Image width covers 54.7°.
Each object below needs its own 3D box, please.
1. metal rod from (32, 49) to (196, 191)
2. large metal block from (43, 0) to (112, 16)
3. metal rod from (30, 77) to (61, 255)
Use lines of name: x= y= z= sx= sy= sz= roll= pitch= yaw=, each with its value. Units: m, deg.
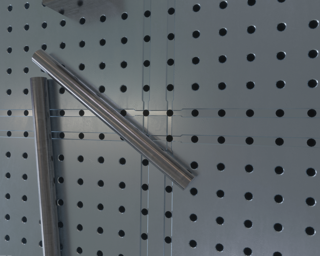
metal rod: x=-0.074 y=-0.019 z=0.438 sx=0.300 sy=0.025 sz=0.025 roll=39 pitch=102 yaw=15
large metal block: x=-0.122 y=-0.217 z=0.442 sx=0.080 sy=0.050 sz=0.080 roll=-8 pitch=87 yaw=19
metal rod: x=-0.174 y=0.072 z=0.473 sx=0.025 sy=0.025 sz=0.298 roll=-6 pitch=88 yaw=20
